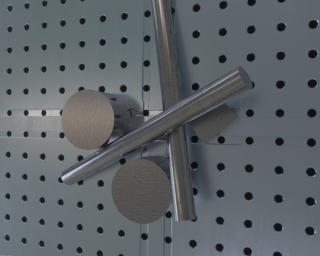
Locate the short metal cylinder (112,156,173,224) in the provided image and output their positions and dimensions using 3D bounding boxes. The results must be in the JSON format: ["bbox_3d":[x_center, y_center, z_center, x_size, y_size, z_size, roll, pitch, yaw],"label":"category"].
[{"bbox_3d":[-0.015,0.078,0.405,0.080,0.050,0.079,0,90,20],"label":"short metal cylinder"}]

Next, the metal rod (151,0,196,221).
[{"bbox_3d":[0.014,-0.040,0.385,0.025,0.025,0.298,-10,79,19],"label":"metal rod"}]

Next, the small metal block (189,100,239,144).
[{"bbox_3d":[0.063,-0.016,0.390,0.050,0.025,0.050,-40,78,15],"label":"small metal block"}]

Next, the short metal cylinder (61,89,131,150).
[{"bbox_3d":[-0.087,-0.011,0.430,0.080,0.050,0.079,0,90,20],"label":"short metal cylinder"}]

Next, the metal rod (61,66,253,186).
[{"bbox_3d":[-0.027,0.012,0.379,0.299,0.025,0.025,-29,80,33],"label":"metal rod"}]
